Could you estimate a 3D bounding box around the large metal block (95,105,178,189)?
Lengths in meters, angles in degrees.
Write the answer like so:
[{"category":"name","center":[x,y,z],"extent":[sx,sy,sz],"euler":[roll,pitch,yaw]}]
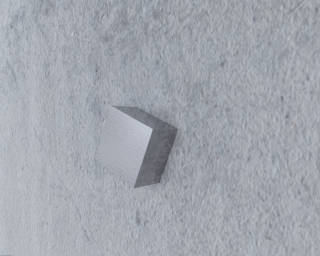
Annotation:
[{"category":"large metal block","center":[-0.033,0.022,0.414],"extent":[0.080,0.050,0.079],"euler":[29,108,36]}]
